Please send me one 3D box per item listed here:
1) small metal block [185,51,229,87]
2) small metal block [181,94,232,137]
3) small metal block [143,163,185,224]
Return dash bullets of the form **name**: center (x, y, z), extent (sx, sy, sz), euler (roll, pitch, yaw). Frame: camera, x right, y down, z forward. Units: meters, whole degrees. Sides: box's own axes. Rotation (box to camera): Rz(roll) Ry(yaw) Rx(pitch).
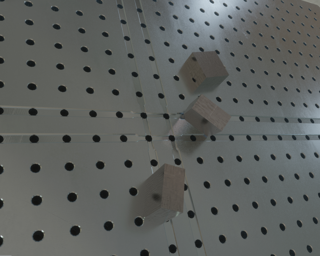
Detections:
- **small metal block**: center (0.077, -0.098, 0.508), extent (0.050, 0.025, 0.050), euler (-12, 68, -33)
- **small metal block**: center (0.063, -0.016, 0.431), extent (0.050, 0.050, 0.025), euler (37, 74, -4)
- **small metal block**: center (0.004, 0.075, 0.348), extent (0.025, 0.050, 0.050), euler (18, 55, -18)
